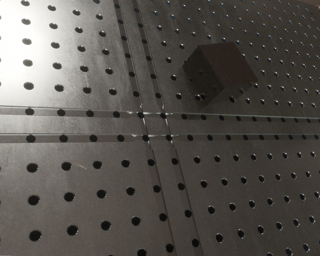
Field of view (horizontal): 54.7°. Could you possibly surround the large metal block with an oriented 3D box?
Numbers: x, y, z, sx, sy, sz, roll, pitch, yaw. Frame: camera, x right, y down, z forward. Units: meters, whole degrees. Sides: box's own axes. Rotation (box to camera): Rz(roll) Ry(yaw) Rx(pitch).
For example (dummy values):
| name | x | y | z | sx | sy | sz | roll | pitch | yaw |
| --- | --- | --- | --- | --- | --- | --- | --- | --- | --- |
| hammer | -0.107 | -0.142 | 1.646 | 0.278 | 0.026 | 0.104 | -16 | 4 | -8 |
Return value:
| name | x | y | z | sx | sy | sz | roll | pitch | yaw |
| --- | --- | --- | --- | --- | --- | --- | --- | --- | --- |
| large metal block | 0.098 | -0.089 | 0.501 | 0.081 | 0.050 | 0.080 | -16 | 70 | -35 |
